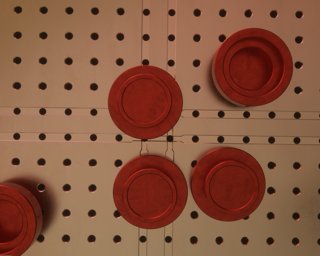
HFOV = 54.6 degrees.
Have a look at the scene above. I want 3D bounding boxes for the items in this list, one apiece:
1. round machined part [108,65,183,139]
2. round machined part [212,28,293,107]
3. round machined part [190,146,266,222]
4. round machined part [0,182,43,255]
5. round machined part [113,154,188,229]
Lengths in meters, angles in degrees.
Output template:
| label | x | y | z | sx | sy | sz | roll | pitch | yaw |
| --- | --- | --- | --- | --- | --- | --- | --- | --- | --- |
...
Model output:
| label | x | y | z | sx | sy | sz | roll | pitch | yaw |
| --- | --- | --- | --- | --- | --- | --- | --- | --- | --- |
| round machined part | -0.019 | -0.034 | 0.405 | 0.099 | 0.042 | 0.097 | 0 | 90 | 0 |
| round machined part | 0.117 | -0.076 | 0.406 | 0.099 | 0.042 | 0.097 | 0 | 90 | 0 |
| round machined part | 0.090 | 0.074 | 0.405 | 0.099 | 0.042 | 0.097 | 0 | 90 | 0 |
| round machined part | -0.202 | 0.119 | 0.404 | 0.099 | 0.042 | 0.097 | 0 | 90 | 0 |
| round machined part | -0.012 | 0.084 | 0.405 | 0.099 | 0.042 | 0.097 | 0 | 90 | 0 |
